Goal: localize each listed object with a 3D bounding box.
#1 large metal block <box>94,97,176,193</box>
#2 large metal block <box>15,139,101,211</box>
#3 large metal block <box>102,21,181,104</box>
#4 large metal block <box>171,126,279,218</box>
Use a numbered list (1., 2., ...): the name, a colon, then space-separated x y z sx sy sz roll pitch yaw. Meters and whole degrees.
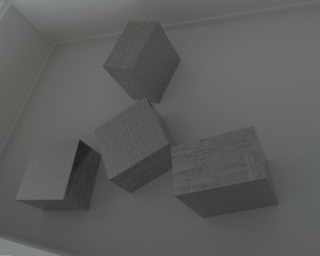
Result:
1. large metal block: -0.028 0.022 0.391 0.080 0.050 0.080 -32 52 7
2. large metal block: -0.135 0.066 0.421 0.080 0.050 0.080 -6 59 25
3. large metal block: -0.022 -0.092 0.439 0.050 0.080 0.080 14 69 34
4. large metal block: 0.065 0.048 0.307 0.080 0.080 0.050 -16 55 19
